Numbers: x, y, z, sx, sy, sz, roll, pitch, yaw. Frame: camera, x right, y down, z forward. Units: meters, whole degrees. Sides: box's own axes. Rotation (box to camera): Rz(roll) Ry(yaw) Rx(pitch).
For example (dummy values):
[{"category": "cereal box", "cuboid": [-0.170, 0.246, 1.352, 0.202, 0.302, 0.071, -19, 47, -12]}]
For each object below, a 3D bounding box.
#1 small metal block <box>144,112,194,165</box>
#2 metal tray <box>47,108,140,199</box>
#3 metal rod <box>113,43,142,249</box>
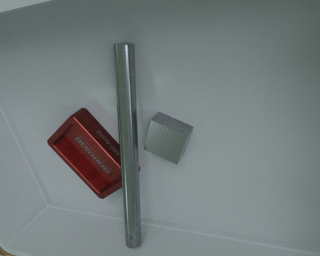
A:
[{"category": "small metal block", "cuboid": [0.011, 0.014, 0.410, 0.050, 0.025, 0.050, 25, 127, 12]}, {"category": "metal tray", "cuboid": [-0.105, 0.043, 0.484, 0.130, 0.030, 0.090, 48, 128, -7]}, {"category": "metal rod", "cuboid": [-0.042, 0.038, 0.423, 0.025, 0.025, 0.298, 9, 113, 23]}]
